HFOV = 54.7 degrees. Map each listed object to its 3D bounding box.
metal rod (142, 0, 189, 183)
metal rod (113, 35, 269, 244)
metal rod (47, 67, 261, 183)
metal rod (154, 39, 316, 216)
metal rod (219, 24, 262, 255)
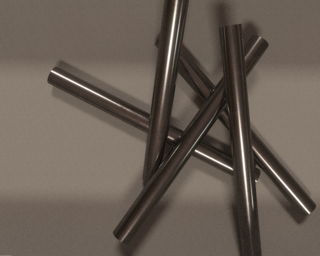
[{"bbox_3d":[0.008,-0.065,0.349,0.025,0.025,0.298,8,116,-1],"label":"metal rod"},{"bbox_3d":[0.038,0.014,0.385,0.025,0.025,0.299,35,90,-1],"label":"metal rod"},{"bbox_3d":[-0.007,-0.002,0.411,0.301,0.025,0.025,27,90,-1],"label":"metal rod"},{"bbox_3d":[0.100,-0.005,0.412,0.025,0.025,0.300,-41,91,0],"label":"metal rod"},{"bbox_3d":[0.101,0.029,0.379,0.025,0.025,0.298,-9,104,0],"label":"metal rod"}]
